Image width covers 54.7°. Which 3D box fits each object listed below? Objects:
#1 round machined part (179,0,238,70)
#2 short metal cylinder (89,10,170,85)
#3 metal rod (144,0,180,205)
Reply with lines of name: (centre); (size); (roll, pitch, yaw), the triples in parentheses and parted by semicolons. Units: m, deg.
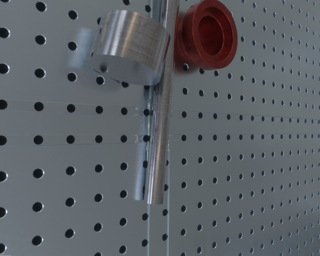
round machined part: (0.067, -0.134, 0.454); (0.099, 0.042, 0.097); (0, 90, -40)
short metal cylinder: (-0.033, -0.086, 0.346); (0.080, 0.080, 0.050); (21, 77, -38)
metal rod: (0.004, -0.051, 0.412); (0.025, 0.025, 0.298); (8, 85, -40)
